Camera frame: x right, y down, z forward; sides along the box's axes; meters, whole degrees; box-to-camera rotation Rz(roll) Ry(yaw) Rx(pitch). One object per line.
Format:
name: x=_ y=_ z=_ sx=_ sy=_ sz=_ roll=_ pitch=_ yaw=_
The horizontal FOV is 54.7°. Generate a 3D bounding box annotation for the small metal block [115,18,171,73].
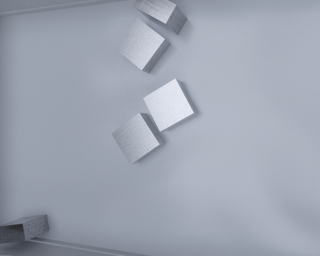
small metal block: x=-0.023 y=-0.111 z=0.418 sx=0.050 sy=0.025 sz=0.050 roll=41 pitch=103 yaw=15

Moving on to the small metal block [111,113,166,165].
small metal block: x=-0.029 y=0.014 z=0.421 sx=0.050 sy=0.025 sz=0.050 roll=-36 pitch=79 yaw=16

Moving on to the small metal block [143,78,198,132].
small metal block: x=0.014 y=-0.029 z=0.405 sx=0.050 sy=0.025 sz=0.050 roll=-30 pitch=81 yaw=17

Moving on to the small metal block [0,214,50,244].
small metal block: x=-0.207 y=0.153 z=0.470 sx=0.050 sy=0.050 sz=0.025 roll=-12 pitch=86 yaw=19

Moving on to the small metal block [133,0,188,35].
small metal block: x=0.002 y=-0.148 z=0.397 sx=0.050 sy=0.050 sz=0.025 roll=34 pitch=101 yaw=16
